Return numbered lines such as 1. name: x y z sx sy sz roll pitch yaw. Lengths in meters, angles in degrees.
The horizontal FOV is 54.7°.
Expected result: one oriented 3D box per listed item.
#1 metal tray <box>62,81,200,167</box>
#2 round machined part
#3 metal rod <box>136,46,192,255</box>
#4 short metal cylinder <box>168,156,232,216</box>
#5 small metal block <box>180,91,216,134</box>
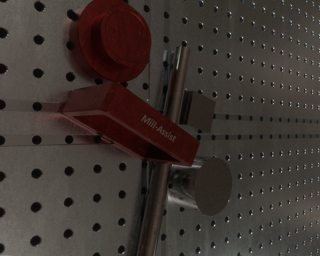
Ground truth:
1. metal tray: -0.030 0.000 0.343 0.130 0.090 0.030 34 69 -35
2. round machined part: -0.049 -0.102 0.358 0.099 0.042 0.097 0 90 -40
3. metal rod: 0.006 0.035 0.416 0.025 0.025 0.299 18 79 -39
4. short metal cylinder: 0.059 0.080 0.445 0.081 0.050 0.079 0 91 -40
5. small metal block: 0.053 -0.022 0.456 0.050 0.025 0.050 19 78 -39
